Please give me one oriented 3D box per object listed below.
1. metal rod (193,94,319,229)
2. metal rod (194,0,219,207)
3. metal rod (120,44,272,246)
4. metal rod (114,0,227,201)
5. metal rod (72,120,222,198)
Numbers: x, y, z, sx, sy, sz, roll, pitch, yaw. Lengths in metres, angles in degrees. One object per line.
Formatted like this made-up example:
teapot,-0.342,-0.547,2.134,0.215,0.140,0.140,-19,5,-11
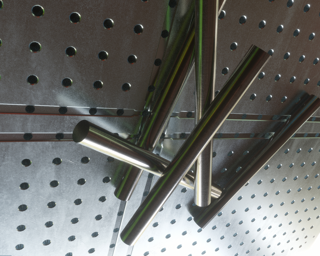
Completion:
metal rod,0.169,0.061,0.544,0.300,0.025,0.025,-48,129,5
metal rod,0.056,-0.019,0.392,0.025,0.025,0.298,-16,122,-20
metal rod,0.034,0.034,0.384,0.025,0.025,0.298,20,112,-36
metal rod,0.008,-0.032,0.397,0.025,0.025,0.298,13,112,-34
metal rod,0.007,0.056,0.423,0.025,0.025,0.301,-51,138,7
